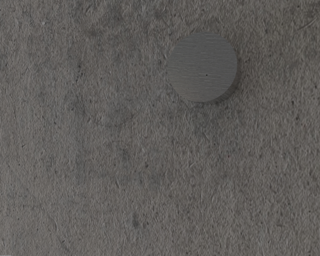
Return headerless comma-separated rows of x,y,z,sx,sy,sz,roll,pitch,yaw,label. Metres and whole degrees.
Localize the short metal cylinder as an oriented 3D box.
0.055,-0.070,0.376,0.080,0.050,0.080,0,90,20,short metal cylinder
